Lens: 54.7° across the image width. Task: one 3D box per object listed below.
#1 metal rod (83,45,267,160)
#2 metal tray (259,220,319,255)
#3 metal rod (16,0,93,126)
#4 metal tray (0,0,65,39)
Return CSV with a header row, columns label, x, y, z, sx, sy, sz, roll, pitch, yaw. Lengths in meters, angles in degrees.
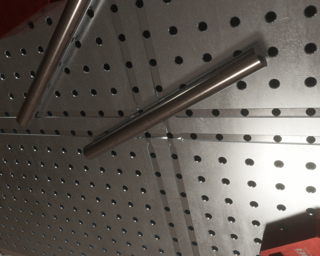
label,x,y,z,sx,sy,sz,roll,pitch,yaw
metal rod,-0.005,-0.017,0.401,0.299,0.025,0.025,-28,103,37
metal tray,0.210,0.189,0.414,0.130,0.030,0.090,49,128,-7
metal rod,-0.147,-0.096,0.426,0.025,0.025,0.298,43,129,-2
metal tray,-0.192,-0.179,0.396,0.130,0.030,0.090,-15,111,33
